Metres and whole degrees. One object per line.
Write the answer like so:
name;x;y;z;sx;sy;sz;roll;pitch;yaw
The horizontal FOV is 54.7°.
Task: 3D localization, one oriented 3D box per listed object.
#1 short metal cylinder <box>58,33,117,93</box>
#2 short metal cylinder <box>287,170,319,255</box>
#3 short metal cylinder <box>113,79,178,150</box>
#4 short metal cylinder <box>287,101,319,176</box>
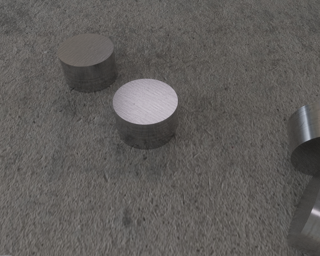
short metal cylinder;-0.108;-0.099;0.469;0.080;0.050;0.080;0;50;0
short metal cylinder;0.163;0.087;0.295;0.050;0.080;0.080;24;54;18
short metal cylinder;-0.018;-0.019;0.402;0.080;0.050;0.080;0;50;0
short metal cylinder;0.192;0.014;0.357;0.080;0.080;0.050;8;51;6
